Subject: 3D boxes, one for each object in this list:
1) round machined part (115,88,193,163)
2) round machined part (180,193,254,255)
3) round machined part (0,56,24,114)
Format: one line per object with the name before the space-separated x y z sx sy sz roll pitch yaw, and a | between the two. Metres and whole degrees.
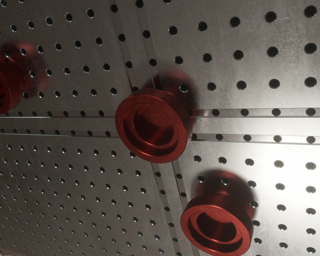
round machined part | -0.004 -0.006 0.397 0.098 0.042 0.097 13 124 20
round machined part | 0.082 0.132 0.438 0.098 0.042 0.097 13 124 20
round machined part | -0.256 -0.074 0.486 0.098 0.042 0.097 13 124 20
